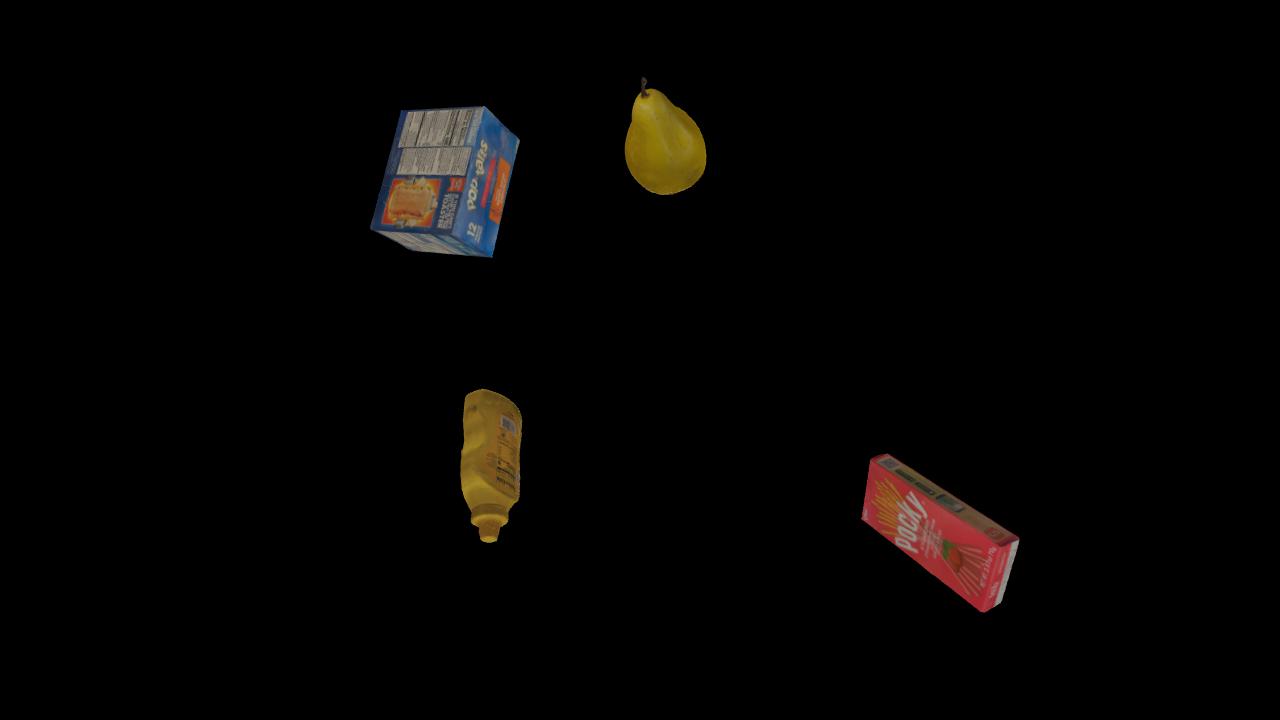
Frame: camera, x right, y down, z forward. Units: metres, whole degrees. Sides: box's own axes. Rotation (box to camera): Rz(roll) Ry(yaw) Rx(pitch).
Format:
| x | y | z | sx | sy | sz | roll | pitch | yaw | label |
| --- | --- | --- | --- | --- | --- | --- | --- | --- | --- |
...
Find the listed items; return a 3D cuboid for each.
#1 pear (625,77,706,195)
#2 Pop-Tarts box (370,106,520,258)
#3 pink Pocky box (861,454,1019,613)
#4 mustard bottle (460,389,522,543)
| x | y | z | sx | sy | sz | roll | pitch | yaw | label |
| --- | --- | --- | --- | --- | --- | --- | --- | --- | --- |
| 0.014 | -0.203 | 0.545 | 0.080 | 0.080 | 0.111 | 0 | -36 | 29 | pear |
| -0.250 | -0.228 | 0.796 | 0.141 | 0.167 | 0.083 | 8 | -7 | 25 | Pop-Tarts box |
| 0.292 | 0.168 | 0.618 | 0.029 | 0.084 | 0.155 | -15 | 29 | -23 | pink Pocky box |
| -0.179 | 0.131 | 0.745 | 0.054 | 0.184 | 0.092 | -17 | -38 | 12 | mustard bottle |
